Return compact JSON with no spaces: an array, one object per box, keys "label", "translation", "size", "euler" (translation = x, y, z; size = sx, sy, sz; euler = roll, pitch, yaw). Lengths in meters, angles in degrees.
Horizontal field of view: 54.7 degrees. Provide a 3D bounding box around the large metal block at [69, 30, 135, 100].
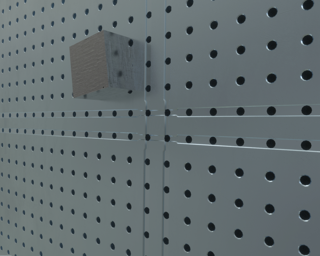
[{"label":"large metal block","translation":[-0.087,-0.089,0.463],"size":[0.080,0.050,0.080],"euler":[-10,84,39]}]
